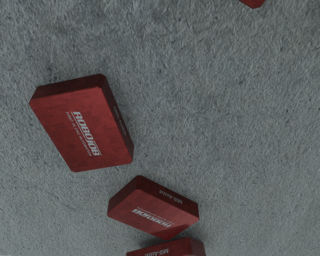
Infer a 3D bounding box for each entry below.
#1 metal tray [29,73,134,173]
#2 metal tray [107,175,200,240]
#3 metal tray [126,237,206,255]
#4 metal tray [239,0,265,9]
[{"bbox_3d":[-0.095,-0.001,0.402,0.090,0.030,0.129,-10,130,8],"label":"metal tray"},{"bbox_3d":[-0.010,0.138,0.521,0.131,0.030,0.090,31,124,-24],"label":"metal tray"},{"bbox_3d":[0.013,0.245,0.593,0.130,0.030,0.090,-21,147,16],"label":"metal tray"},{"bbox_3d":[0.083,-0.178,0.252,0.091,0.030,0.129,22,127,-18],"label":"metal tray"}]
